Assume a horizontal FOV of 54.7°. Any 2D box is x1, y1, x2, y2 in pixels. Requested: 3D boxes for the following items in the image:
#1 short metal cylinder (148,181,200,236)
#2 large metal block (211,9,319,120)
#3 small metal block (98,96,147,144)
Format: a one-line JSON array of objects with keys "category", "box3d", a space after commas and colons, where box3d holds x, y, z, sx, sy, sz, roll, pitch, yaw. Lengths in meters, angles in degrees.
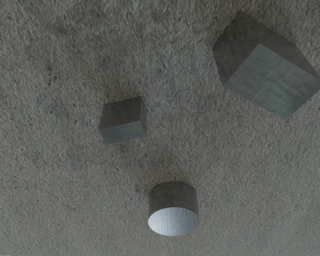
[{"category": "short metal cylinder", "box3d": [0.022, 0.131, 0.503, 0.081, 0.050, 0.079, 0, 130, 0]}, {"category": "large metal block", "box3d": [0.105, -0.065, 0.317, 0.080, 0.080, 0.050, 24, 126, -19]}, {"category": "small metal block", "box3d": [-0.044, -0.010, 0.382, 0.050, 0.050, 0.025, -12, 129, 9]}]
